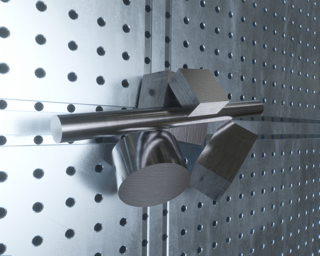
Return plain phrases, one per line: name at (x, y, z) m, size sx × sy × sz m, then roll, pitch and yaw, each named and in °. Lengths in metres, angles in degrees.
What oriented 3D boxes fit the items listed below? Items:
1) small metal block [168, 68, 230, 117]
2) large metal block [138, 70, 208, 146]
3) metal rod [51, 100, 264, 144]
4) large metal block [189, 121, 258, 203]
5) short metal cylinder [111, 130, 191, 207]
small metal block at (0.045, -0.042, 0.362) m, size 0.050 × 0.025 × 0.050 m, roll -8°, pitch 60°, yaw -40°
large metal block at (0.019, -0.022, 0.404) m, size 0.081 × 0.050 × 0.080 m, roll 14°, pitch 81°, yaw -39°
metal rod at (0.027, -0.014, 0.362) m, size 0.302 × 0.025 × 0.025 m, roll -7°, pitch 95°, yaw -39°
large metal block at (0.085, 0.046, 0.432) m, size 0.080 × 0.050 × 0.080 m, roll -52°, pitch 165°, yaw -27°
short metal cylinder at (-0.011, 0.046, 0.352) m, size 0.080 × 0.080 × 0.050 m, roll 25°, pitch 32°, yaw -38°
